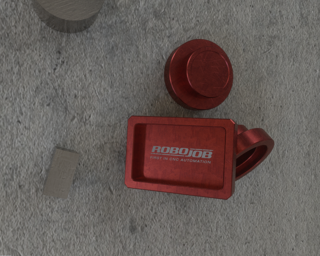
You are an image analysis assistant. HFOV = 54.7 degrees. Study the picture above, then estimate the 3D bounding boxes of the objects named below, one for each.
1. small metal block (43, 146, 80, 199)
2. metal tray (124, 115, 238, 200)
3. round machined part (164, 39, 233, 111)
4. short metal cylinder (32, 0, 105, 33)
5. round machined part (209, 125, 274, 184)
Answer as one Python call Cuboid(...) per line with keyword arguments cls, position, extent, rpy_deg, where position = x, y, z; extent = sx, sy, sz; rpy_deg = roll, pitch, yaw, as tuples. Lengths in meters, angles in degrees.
Cuboid(cls="small metal block", position=(-0.114, 0.049, 0.354), extent=(0.025, 0.050, 0.050), rpy_deg=(17, 84, -20))
Cuboid(cls="metal tray", position=(0.024, 0.032, 0.375), extent=(0.130, 0.030, 0.089), rpy_deg=(3, 89, 20))
Cuboid(cls="round machined part", position=(0.059, -0.073, 0.423), extent=(0.099, 0.042, 0.097), rpy_deg=(0, 90, -21))
Cuboid(cls="short metal cylinder", position=(-0.106, -0.156, 0.357), extent=(0.081, 0.050, 0.079), rpy_deg=(0, 90, -21))
Cuboid(cls="round machined part", position=(0.101, 0.033, 0.420), extent=(0.099, 0.097, 0.042), rpy_deg=(-22, 57, -19))
